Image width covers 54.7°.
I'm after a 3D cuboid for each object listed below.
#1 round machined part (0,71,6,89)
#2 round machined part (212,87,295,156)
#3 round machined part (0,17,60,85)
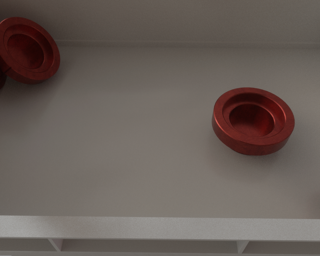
[{"bbox_3d":[-0.261,-0.100,0.440,0.042,0.097,0.098,-5,50,-2],"label":"round machined part"},{"bbox_3d":[0.116,-0.004,0.398,0.099,0.042,0.098,0,50,0],"label":"round machined part"},{"bbox_3d":[-0.204,-0.110,0.462,0.042,0.098,0.098,-20,39,36],"label":"round machined part"}]
